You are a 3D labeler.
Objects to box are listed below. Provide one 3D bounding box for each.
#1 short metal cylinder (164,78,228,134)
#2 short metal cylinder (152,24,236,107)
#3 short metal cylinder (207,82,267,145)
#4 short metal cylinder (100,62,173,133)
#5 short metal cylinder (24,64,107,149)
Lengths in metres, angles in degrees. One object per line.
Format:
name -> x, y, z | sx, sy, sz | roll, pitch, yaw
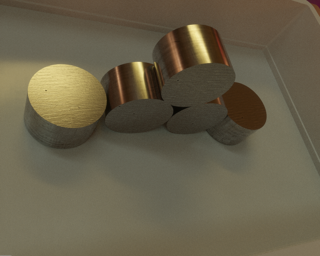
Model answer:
short metal cylinder -> 0.043, -0.032, 0.411 | 0.081, 0.080, 0.050 | 2, 61, -28
short metal cylinder -> 0.036, -0.065, 0.339 | 0.081, 0.080, 0.050 | 2, 61, -28
short metal cylinder -> 0.109, -0.021, 0.458 | 0.081, 0.050, 0.080 | 14, 56, -21
short metal cylinder -> -0.029, -0.034, 0.373 | 0.081, 0.080, 0.050 | 2, 61, -28
short metal cylinder -> -0.106, -0.023, 0.345 | 0.081, 0.050, 0.080 | 14, 56, -21
